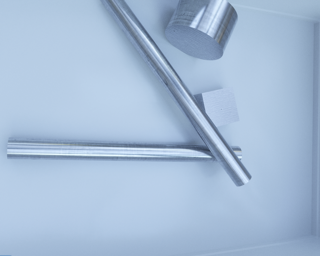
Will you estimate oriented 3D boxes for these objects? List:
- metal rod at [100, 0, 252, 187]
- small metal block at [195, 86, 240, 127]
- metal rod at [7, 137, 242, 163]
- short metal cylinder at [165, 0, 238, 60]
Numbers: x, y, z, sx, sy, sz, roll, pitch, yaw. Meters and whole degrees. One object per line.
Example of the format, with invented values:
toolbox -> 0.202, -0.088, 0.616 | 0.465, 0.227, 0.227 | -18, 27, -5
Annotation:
metal rod -> 0.024, -0.048, 0.404 | 0.025, 0.025, 0.299 | -39, 97, -16
small metal block -> 0.081, -0.029, 0.442 | 0.050, 0.025, 0.050 | -14, 95, -20
metal rod -> -0.029, 0.031, 0.400 | 0.303, 0.025, 0.025 | 3, 89, -21
short metal cylinder -> 0.053, -0.131, 0.402 | 0.080, 0.080, 0.050 | 27, 81, -19
